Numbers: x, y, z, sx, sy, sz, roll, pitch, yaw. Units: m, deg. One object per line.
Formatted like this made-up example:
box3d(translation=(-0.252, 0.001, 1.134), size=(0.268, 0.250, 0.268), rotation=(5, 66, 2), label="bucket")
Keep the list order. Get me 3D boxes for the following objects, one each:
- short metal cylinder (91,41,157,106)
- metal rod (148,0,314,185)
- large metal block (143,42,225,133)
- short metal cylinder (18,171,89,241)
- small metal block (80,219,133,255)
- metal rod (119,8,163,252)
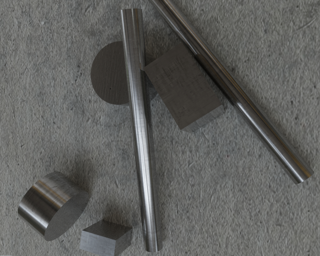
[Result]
box3d(translation=(-0.043, -0.069, 0.411), size=(0.080, 0.050, 0.080), rotation=(0, 90, 20), label="short metal cylinder")
box3d(translation=(0.078, -0.062, 0.381), size=(0.025, 0.025, 0.299), rotation=(-39, 78, 16), label="metal rod")
box3d(translation=(0.032, -0.042, 0.365), size=(0.050, 0.080, 0.080), rotation=(-32, 80, 10), label="large metal block")
box3d(translation=(-0.146, 0.108, 0.431), size=(0.050, 0.080, 0.080), rotation=(33, 101, 17), label="short metal cylinder")
box3d(translation=(-0.072, 0.150, 0.421), size=(0.050, 0.050, 0.025), rotation=(9, 93, 19), label="small metal block")
box3d(translation=(-0.020, 0.014, 0.378), size=(0.025, 0.025, 0.298), rotation=(0, 104, 20), label="metal rod")
